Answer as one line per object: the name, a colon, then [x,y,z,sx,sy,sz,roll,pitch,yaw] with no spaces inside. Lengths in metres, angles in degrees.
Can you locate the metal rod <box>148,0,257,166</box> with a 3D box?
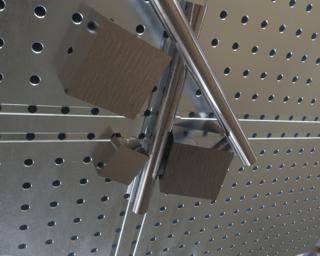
metal rod: [0.068,-0.042,0.388,0.025,0.025,0.300,-40,130,-1]

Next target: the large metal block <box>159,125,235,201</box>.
large metal block: [0.047,0.049,0.433,0.081,0.050,0.079,10,115,-9]

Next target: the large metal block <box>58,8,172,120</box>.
large metal block: [-0.049,-0.065,0.328,0.080,0.050,0.080,22,107,-36]

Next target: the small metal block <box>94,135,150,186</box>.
small metal block: [-0.050,0.043,0.410,0.050,0.025,0.050,29,103,-38]

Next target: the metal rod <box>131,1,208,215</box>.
metal rod: [0.005,-0.008,0.408,0.025,0.025,0.298,1,118,-29]

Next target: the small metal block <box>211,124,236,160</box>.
small metal block: [0.096,0.028,0.481,0.050,0.025,0.050,21,107,-36]
